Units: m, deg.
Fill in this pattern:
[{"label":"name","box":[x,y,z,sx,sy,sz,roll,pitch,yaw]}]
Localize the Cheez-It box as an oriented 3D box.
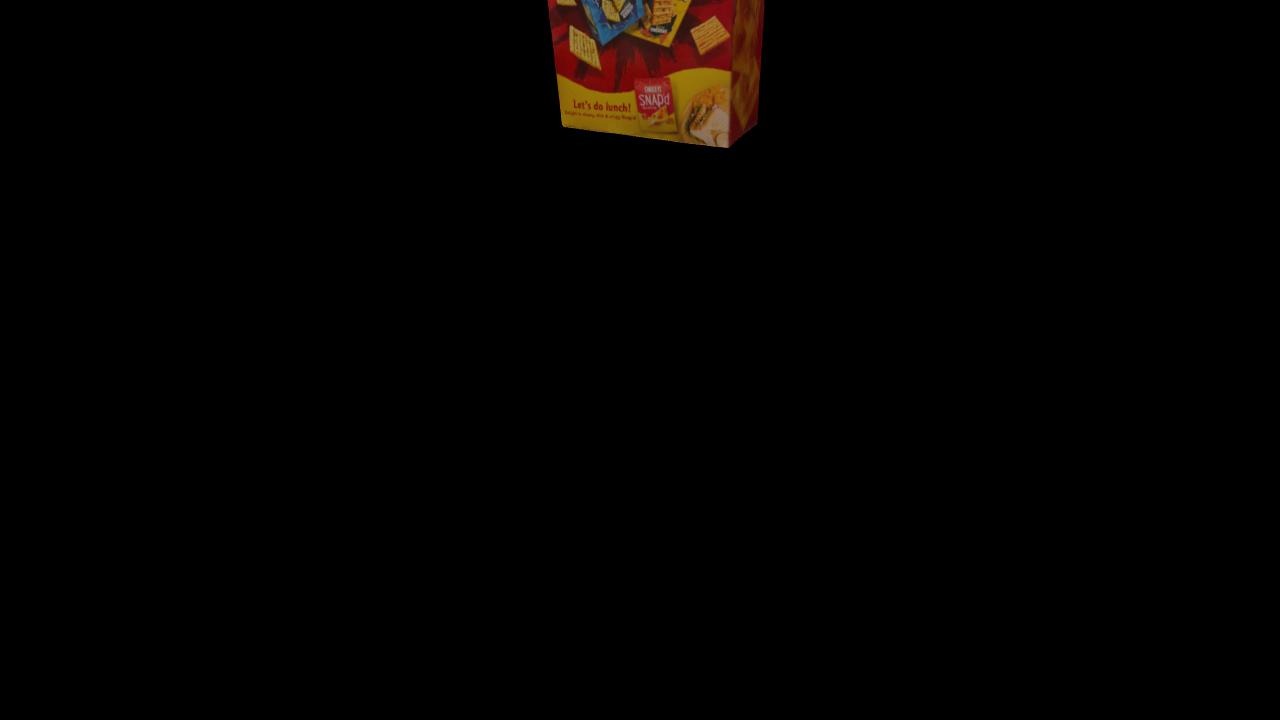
[{"label":"Cheez-It box","box":[0.009,-0.291,0.476,0.166,0.223,0.071,16,43,24]}]
